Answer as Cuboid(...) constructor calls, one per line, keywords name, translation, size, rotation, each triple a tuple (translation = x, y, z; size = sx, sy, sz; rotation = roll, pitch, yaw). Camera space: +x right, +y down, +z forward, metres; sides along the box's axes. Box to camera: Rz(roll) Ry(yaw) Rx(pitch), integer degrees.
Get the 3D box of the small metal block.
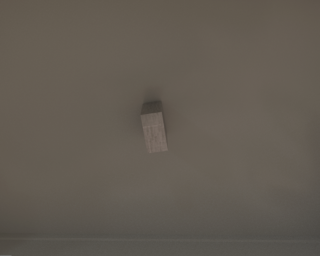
Cuboid(name="small metal block", translation=(-0.006, -0.002, 0.393), size=(0.025, 0.050, 0.050), rotation=(-8, 109, 3))
